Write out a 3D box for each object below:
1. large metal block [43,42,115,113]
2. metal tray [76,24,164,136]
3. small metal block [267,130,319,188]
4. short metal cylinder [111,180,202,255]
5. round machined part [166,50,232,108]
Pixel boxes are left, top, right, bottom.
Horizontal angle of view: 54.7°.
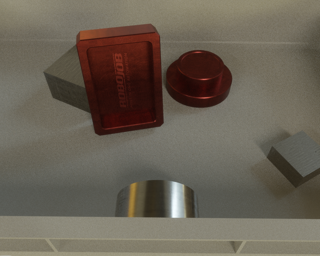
[{"bbox_3d":[-0.104,-0.073,0.449,0.080,0.050,0.080,22,53,17],"label":"large metal block"},{"bbox_3d":[-0.045,-0.055,0.380,0.091,0.129,0.030,-9,38,-8],"label":"metal tray"},{"bbox_3d":[0.169,0.037,0.376,0.050,0.025,0.050,-23,54,-19],"label":"small metal block"},{"bbox_3d":[-0.003,0.091,0.293,0.081,0.080,0.050,0,50,0],"label":"short metal cylinder"},{"bbox_3d":[0.058,-0.079,0.462,0.099,0.042,0.098,0,50,0],"label":"round machined part"}]
